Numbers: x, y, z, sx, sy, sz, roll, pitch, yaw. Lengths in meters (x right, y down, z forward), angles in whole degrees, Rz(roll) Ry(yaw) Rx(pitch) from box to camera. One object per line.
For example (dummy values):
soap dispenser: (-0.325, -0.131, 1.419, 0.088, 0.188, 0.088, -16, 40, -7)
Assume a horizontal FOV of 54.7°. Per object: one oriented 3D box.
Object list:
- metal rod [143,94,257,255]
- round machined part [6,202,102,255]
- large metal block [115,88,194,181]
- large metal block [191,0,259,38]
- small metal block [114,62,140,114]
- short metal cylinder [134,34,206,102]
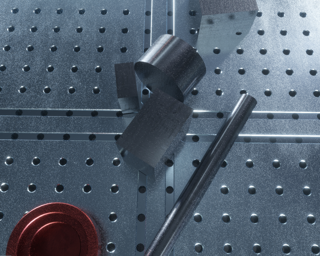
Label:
metal rod: (0.041, 0.080, 0.382, 0.025, 0.025, 0.300, 31, 73, 10)
round machined part: (-0.116, 0.137, 0.352, 0.099, 0.042, 0.098, 0, 70, 0)
large metal block: (-0.005, 0.011, 0.378, 0.050, 0.080, 0.080, 32, 73, 11)
large metal block: (0.093, -0.189, 0.468, 0.081, 0.050, 0.080, -7, 70, -3)
small metal block: (-0.043, -0.053, 0.417, 0.025, 0.050, 0.050, -8, 70, -3)
short metal cylinder: (0.013, -0.076, 0.410, 0.080, 0.080, 0.050, 35, 74, 12)
